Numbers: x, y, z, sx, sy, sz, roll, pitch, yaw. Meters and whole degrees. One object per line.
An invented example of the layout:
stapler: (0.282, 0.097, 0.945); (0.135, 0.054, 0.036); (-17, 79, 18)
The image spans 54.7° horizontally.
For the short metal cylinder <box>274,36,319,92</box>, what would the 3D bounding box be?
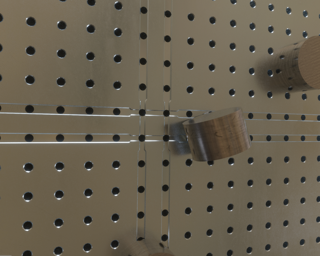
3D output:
short metal cylinder: (0.229, -0.098, 0.486); (0.081, 0.050, 0.079); (0, 90, -21)

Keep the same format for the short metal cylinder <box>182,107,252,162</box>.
short metal cylinder: (0.076, 0.007, 0.413); (0.081, 0.080, 0.050); (-19, 97, -19)

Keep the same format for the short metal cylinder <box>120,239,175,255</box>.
short metal cylinder: (-0.012, 0.190, 0.396); (0.081, 0.050, 0.079); (0, 90, -20)
